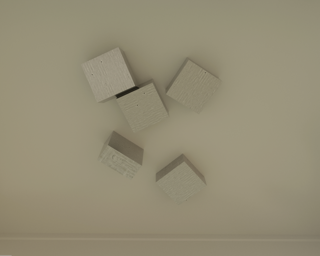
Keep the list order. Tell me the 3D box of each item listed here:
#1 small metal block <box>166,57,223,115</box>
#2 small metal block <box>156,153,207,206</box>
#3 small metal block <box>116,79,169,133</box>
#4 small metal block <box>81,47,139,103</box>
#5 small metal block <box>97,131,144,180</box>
[{"bbox_3d":[0.042,-0.053,0.392,0.050,0.025,0.050,31,107,-11],"label":"small metal block"},{"bbox_3d":[0.030,0.073,0.439,0.050,0.025,0.050,-39,106,12],"label":"small metal block"},{"bbox_3d":[-0.021,-0.029,0.400,0.050,0.025,0.050,-24,109,8],"label":"small metal block"},{"bbox_3d":[-0.060,-0.064,0.379,0.050,0.025,0.050,-23,90,8],"label":"small metal block"},{"bbox_3d":[-0.050,0.035,0.410,0.050,0.050,0.025,33,107,-12],"label":"small metal block"}]
